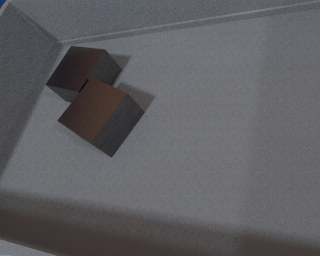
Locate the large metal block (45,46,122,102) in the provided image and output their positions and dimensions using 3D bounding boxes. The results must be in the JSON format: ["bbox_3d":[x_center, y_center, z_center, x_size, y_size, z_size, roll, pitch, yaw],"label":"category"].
[{"bbox_3d":[-0.123,-0.083,0.503,0.080,0.050,0.080,15,69,33],"label":"large metal block"}]

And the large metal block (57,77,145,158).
[{"bbox_3d":[-0.084,-0.016,0.442,0.080,0.050,0.080,26,76,36],"label":"large metal block"}]
